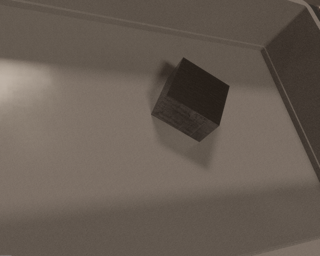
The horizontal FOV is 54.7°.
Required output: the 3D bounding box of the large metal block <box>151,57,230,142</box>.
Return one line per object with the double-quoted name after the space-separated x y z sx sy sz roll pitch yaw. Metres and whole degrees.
0.045 -0.040 0.440 0.080 0.050 0.080 30 52 -10 "large metal block"
